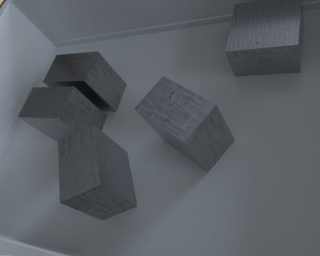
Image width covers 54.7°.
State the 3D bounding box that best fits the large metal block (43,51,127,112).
[{"bbox_3d":[-0.111,-0.067,0.468,0.080,0.080,0.050,3,63,29],"label":"large metal block"}]

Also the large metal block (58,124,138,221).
[{"bbox_3d":[-0.075,0.056,0.374,0.050,0.080,0.080,-25,53,13],"label":"large metal block"}]

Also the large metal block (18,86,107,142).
[{"bbox_3d":[-0.139,-0.017,0.451,0.080,0.080,0.050,3,63,29],"label":"large metal block"}]

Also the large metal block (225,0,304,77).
[{"bbox_3d":[0.134,-0.114,0.389,0.080,0.050,0.080,1,62,28],"label":"large metal block"}]

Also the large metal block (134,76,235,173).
[{"bbox_3d":[0.030,-0.004,0.356,0.080,0.080,0.050,35,82,38],"label":"large metal block"}]
